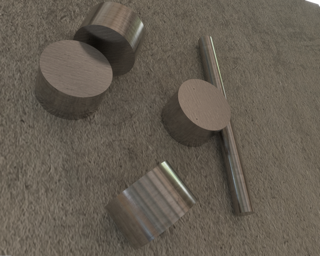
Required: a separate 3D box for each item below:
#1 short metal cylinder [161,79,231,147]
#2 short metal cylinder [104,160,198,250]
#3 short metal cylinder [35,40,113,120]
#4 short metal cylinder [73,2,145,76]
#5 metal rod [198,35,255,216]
[{"bbox_3d":[0.049,-0.020,0.427,0.081,0.050,0.080,14,56,-21],"label":"short metal cylinder"},{"bbox_3d":[-0.009,0.077,0.317,0.081,0.080,0.050,-31,79,-38],"label":"short metal cylinder"},{"bbox_3d":[-0.103,-0.056,0.367,0.081,0.050,0.080,14,56,-21],"label":"short metal cylinder"},{"bbox_3d":[-0.065,-0.114,0.403,0.080,0.080,0.050,25,53,-13],"label":"short metal cylinder"},{"bbox_3d":[0.093,-0.021,0.466,0.025,0.025,0.299,8,58,-24],"label":"metal rod"}]
